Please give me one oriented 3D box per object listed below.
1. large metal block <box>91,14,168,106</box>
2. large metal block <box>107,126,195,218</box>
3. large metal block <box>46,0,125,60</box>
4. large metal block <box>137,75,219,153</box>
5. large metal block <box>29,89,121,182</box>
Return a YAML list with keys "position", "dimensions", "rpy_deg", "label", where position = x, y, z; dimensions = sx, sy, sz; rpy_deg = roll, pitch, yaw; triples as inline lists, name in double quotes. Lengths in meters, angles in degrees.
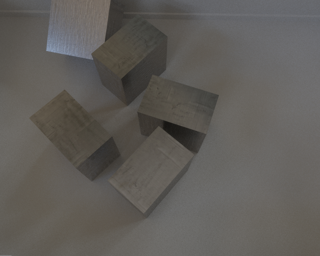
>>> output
- position: [-0.037, -0.087, 0.412]
  dimensions: [0.050, 0.080, 0.080]
  rpy_deg: [41, 75, 13]
  label: "large metal block"
- position: [-0.009, 0.055, 0.360]
  dimensions: [0.050, 0.080, 0.080]
  rpy_deg: [39, 74, 13]
  label: "large metal block"
- position: [-0.101, -0.137, 0.423]
  dimensions: [0.080, 0.050, 0.079]
  rpy_deg: [13, 102, 10]
  label: "large metal block"
- position: [0.021, -0.014, 0.386]
  dimensions: [0.080, 0.080, 0.050]
  rpy_deg: [18, 71, 6]
  label: "large metal block"
- position: [-0.098, 0.012, 0.375]
  dimensions: [0.080, 0.080, 0.050]
  rpy_deg: [43, 75, 13]
  label: "large metal block"
